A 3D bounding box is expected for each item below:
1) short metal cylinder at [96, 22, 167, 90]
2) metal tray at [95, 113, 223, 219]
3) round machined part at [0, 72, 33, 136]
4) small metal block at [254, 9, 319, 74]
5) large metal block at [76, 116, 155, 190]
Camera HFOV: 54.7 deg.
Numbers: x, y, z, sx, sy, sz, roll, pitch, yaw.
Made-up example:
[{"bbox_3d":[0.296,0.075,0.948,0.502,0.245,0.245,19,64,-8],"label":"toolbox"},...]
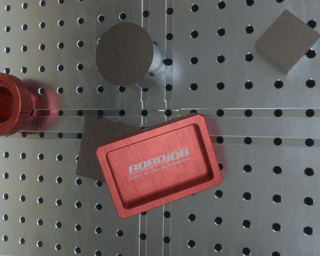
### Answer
[{"bbox_3d":[-0.037,-0.093,0.411,0.080,0.050,0.079,0,90,19],"label":"short metal cylinder"},{"bbox_3d":[0.000,0.043,0.372,0.131,0.030,0.089,-18,97,-6],"label":"metal tray"},{"bbox_3d":[-0.243,-0.036,0.487,0.098,0.042,0.097,0,90,19],"label":"round machined part"},{"bbox_3d":[0.148,-0.099,0.361,0.050,0.025,0.050,44,103,14],"label":"small metal block"},{"bbox_3d":[-0.059,0.030,0.419,0.080,0.050,0.079,11,94,19],"label":"large metal block"}]
